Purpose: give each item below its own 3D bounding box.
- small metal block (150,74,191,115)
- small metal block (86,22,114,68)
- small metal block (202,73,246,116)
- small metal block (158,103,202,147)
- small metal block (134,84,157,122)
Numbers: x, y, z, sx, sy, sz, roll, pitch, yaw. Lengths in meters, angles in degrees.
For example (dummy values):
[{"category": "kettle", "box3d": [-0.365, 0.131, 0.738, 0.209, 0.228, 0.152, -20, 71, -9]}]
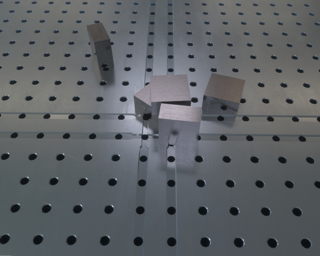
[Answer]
[{"category": "small metal block", "box3d": [0.013, -0.045, 0.413, 0.050, 0.025, 0.050, -2, 50, -2]}, {"category": "small metal block", "box3d": [-0.097, -0.134, 0.504, 0.025, 0.050, 0.050, -17, 52, -14]}, {"category": "small metal block", "box3d": [0.093, -0.050, 0.450, 0.050, 0.025, 0.050, 15, 52, 12]}, {"category": "small metal block", "box3d": [0.025, -0.003, 0.394, 0.050, 0.050, 0.025, 6, 51, 5]}, {"category": "small metal block", "box3d": [-0.001, -0.039, 0.441, 0.050, 0.025, 0.050, 34, 58, 25]}]
